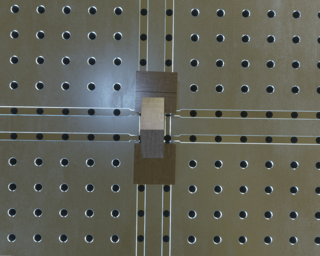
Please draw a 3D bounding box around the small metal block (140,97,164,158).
[{"bbox_3d":[-0.008,0.000,0.359,0.025,0.050,0.050,1,48,0],"label":"small metal block"}]

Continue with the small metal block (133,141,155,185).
[{"bbox_3d":[-0.019,0.043,0.400,0.025,0.050,0.050,1,90,0],"label":"small metal block"}]

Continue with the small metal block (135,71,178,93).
[{"bbox_3d":[-0.004,-0.056,0.400,0.050,0.050,0.025,2,90,-1],"label":"small metal block"}]

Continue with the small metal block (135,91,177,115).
[{"bbox_3d":[-0.005,-0.031,0.400,0.050,0.050,0.025,2,90,-1],"label":"small metal block"}]

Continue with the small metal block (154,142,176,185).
[{"bbox_3d":[0.006,0.044,0.400,0.025,0.050,0.050,1,90,0],"label":"small metal block"}]
